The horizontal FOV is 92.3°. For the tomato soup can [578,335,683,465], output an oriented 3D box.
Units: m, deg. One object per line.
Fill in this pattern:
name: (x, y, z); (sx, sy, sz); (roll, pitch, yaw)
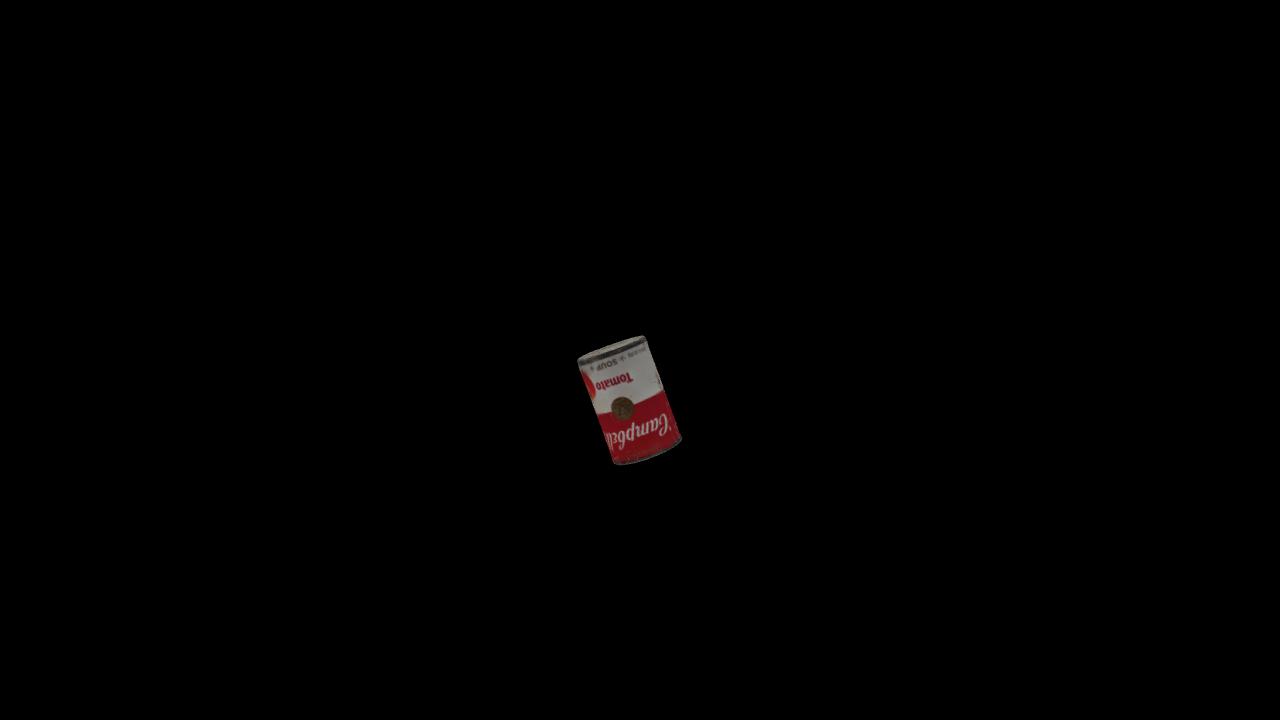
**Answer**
tomato soup can: (-0.009, 0.035, 0.557); (0.068, 0.101, 0.068); (-19, 5, 2)
